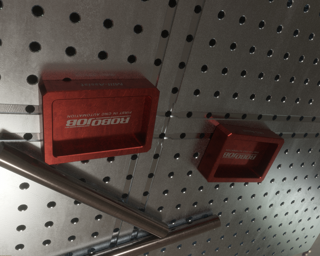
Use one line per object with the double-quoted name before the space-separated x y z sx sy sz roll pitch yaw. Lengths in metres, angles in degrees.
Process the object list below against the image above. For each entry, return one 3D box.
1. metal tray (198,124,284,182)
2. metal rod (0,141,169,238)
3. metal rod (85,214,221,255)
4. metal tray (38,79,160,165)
"metal tray" 0.135 0.045 0.512 0.131 0.030 0.089 6 115 -32
"metal rod" -0.085 0.099 0.427 0.025 0.025 0.301 -47 130 4
"metal rod" -0.030 0.197 0.518 0.303 0.025 0.025 -10 123 -24
"metal tray" -0.070 -0.009 0.364 0.131 0.030 0.089 -5 121 -26
